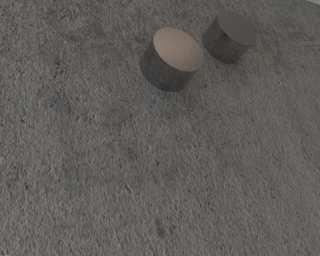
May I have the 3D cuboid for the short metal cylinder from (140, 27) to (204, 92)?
[{"bbox_3d":[0.017,-0.101,0.458,0.081,0.050,0.080,14,56,-21],"label":"short metal cylinder"}]

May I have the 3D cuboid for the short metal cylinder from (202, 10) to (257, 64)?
[{"bbox_3d":[0.123,-0.162,0.553,0.081,0.050,0.080,14,56,-21],"label":"short metal cylinder"}]
